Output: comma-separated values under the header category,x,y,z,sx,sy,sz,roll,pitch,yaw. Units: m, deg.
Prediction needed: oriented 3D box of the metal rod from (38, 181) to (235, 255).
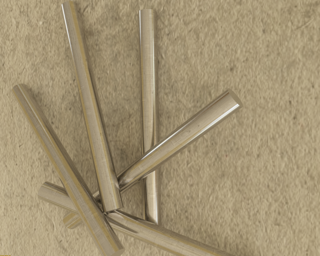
category,x,y,z,sx,sy,sz,roll,pitch,yaw
metal rod,-0.015,0.130,0.386,0.301,0.025,0.025,19,96,10

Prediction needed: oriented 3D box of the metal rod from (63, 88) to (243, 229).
category,x,y,z,sx,sy,sz,roll,pitch,yaw
metal rod,-0.026,0.052,0.390,0.299,0.025,0.025,-39,78,26

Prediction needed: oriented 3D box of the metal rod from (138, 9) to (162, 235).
category,x,y,z,sx,sy,sz,roll,pitch,yaw
metal rod,-0.013,-0.005,0.412,0.025,0.025,0.298,-1,89,19

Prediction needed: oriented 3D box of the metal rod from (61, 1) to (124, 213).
category,x,y,z,sx,sy,sz,roll,pitch,yaw
metal rod,-0.094,-0.039,0.414,0.025,0.025,0.299,-21,73,18

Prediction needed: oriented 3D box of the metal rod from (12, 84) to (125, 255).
category,x,y,z,sx,sy,sz,roll,pitch,yaw
metal rod,-0.134,0.041,0.414,0.025,0.025,0.300,-48,61,13
